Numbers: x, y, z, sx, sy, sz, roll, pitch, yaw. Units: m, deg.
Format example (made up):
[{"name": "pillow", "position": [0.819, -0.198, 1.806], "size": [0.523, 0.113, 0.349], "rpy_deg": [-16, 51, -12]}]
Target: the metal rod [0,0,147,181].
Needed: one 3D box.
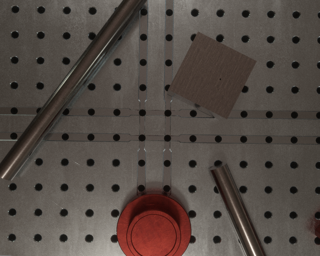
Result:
[{"name": "metal rod", "position": [-0.117, -0.058, 0.411], "size": [0.025, 0.025, 0.299], "rpy_deg": [37, 90, -1]}]

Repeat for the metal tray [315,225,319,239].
[{"name": "metal tray", "position": [0.290, 0.154, 0.415], "size": [0.130, 0.030, 0.090], "rpy_deg": [41, 90, -1]}]

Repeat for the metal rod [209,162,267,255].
[{"name": "metal rod", "position": [0.137, 0.188, 0.415], "size": [0.025, 0.025, 0.299], "rpy_deg": [-23, 90, 0]}]

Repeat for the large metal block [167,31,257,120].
[{"name": "large metal block", "position": [0.064, -0.064, 0.402], "size": [0.080, 0.050, 0.080], "rpy_deg": [27, 90, -1]}]

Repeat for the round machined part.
[{"name": "round machined part", "position": [-0.008, 0.135, 0.405], "size": [0.099, 0.042, 0.097], "rpy_deg": [0, 90, -1]}]
